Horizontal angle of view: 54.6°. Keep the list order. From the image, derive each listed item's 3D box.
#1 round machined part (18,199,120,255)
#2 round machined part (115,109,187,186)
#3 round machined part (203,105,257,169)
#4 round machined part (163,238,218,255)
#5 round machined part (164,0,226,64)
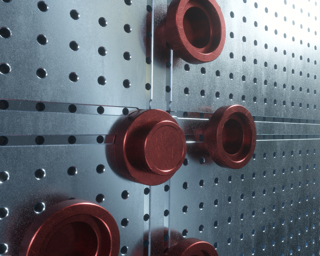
[{"bbox_3d":[-0.094,0.122,0.319,0.099,0.042,0.097,0,90,-40],"label":"round machined part"},{"bbox_3d":[-0.004,0.024,0.393,0.099,0.042,0.097,0,90,-40],"label":"round machined part"},{"bbox_3d":[0.105,0.014,0.485,0.099,0.042,0.097,0,90,-40],"label":"round machined part"},{"bbox_3d":[0.035,0.201,0.427,0.099,0.042,0.097,0,90,-40],"label":"round machined part"},{"bbox_3d":[0.045,-0.138,0.434,0.099,0.042,0.097,0,90,-40],"label":"round machined part"}]
